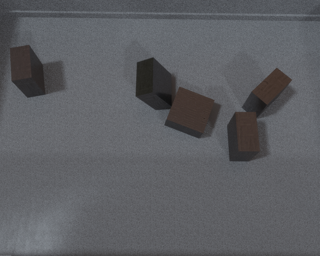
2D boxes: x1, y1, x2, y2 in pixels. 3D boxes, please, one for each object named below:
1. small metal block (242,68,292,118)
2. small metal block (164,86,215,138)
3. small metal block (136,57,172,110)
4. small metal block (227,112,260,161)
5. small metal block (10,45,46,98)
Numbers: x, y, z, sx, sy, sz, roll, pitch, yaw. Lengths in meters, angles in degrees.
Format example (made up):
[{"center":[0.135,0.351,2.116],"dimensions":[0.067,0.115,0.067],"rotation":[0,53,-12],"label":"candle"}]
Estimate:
[{"center":[0.141,-0.045,0.414],"dimensions":[0.050,0.050,0.025],"rotation":[-42,76,-14],"label":"small metal block"},{"center":[0.039,-0.020,0.414],"dimensions":[0.050,0.025,0.050],"rotation":[21,71,0],"label":"small metal block"},{"center":[-0.007,-0.058,0.414],"dimensions":[0.025,0.050,0.050],"rotation":[-11,67,28],"label":"small metal block"},{"center":[0.104,0.012,0.392],"dimensions":[0.025,0.050,0.050],"rotation":[0,70,0],"label":"small metal block"},{"center":[-0.180,-0.076,0.423],"dimensions":[0.025,0.050,0.050],"rotation":[-11,71,-4],"label":"small metal block"}]
